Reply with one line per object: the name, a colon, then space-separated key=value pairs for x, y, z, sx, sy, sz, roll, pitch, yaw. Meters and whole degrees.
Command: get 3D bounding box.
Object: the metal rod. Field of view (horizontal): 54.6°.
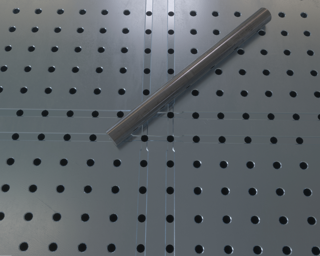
metal rod: x=0.048 y=-0.080 z=0.441 sx=0.301 sy=0.025 sz=0.025 roll=-40 pitch=75 yaw=-13
